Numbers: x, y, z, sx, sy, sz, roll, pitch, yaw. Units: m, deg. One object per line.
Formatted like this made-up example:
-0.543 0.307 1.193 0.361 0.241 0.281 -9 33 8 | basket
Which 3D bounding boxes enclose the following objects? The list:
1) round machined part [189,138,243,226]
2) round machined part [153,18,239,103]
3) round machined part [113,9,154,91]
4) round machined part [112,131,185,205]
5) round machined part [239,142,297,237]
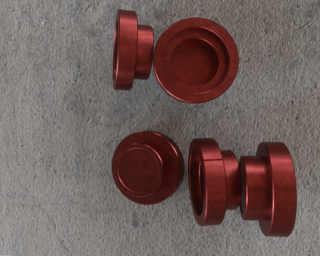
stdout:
0.062 0.060 0.354 0.042 0.098 0.097 -2 89 -5 | round machined part
0.041 -0.078 0.374 0.099 0.042 0.097 0 92 -3 | round machined part
-0.035 -0.096 0.391 0.042 0.098 0.097 2 91 -12 | round machined part
-0.021 0.053 0.407 0.098 0.042 0.097 0 90 20 | round machined part
0.108 0.064 0.329 0.042 0.098 0.097 0 90 7 | round machined part
